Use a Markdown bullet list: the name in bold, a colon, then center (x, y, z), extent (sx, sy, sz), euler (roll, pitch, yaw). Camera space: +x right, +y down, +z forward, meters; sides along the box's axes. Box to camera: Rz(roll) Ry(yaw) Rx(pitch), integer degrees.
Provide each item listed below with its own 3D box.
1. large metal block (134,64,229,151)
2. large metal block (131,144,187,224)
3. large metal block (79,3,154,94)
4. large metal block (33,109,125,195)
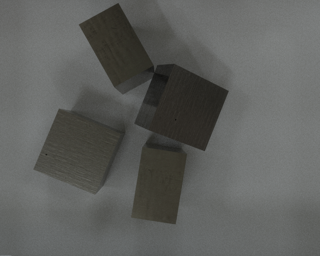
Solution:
- **large metal block**: center (0.026, -0.026, 0.385), extent (0.080, 0.050, 0.080), euler (21, 90, -25)
- **large metal block**: center (-0.001, 0.064, 0.384), extent (0.050, 0.080, 0.080), euler (9, 90, 0)
- **large metal block**: center (-0.049, -0.092, 0.383), extent (0.050, 0.080, 0.080), euler (-29, 90, 0)
- **large metal block**: center (-0.100, 0.028, 0.398), extent (0.080, 0.050, 0.080), euler (23, 90, -1)
